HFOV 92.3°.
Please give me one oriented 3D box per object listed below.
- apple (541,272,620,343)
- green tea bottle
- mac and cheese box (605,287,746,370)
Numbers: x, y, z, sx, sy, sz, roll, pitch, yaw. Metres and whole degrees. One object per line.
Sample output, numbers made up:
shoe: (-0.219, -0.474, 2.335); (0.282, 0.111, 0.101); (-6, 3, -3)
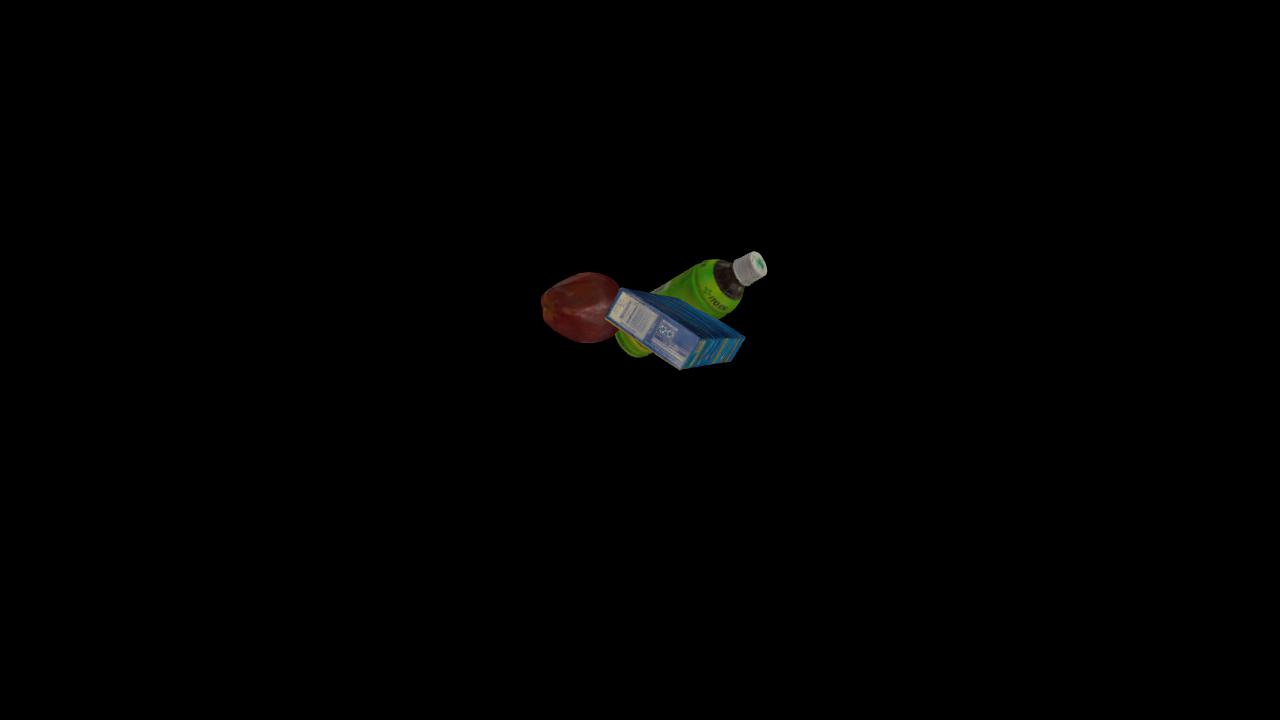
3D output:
apple: (-0.060, -0.057, 0.678); (0.093, 0.079, 0.079); (-6, 3, -31)
green tea bottle: (0.058, -0.070, 0.735); (0.073, 0.073, 0.212); (0, -21, -44)
mac and cheese box: (0.044, -0.032, 0.638); (0.093, 0.041, 0.184); (33, 13, 18)
